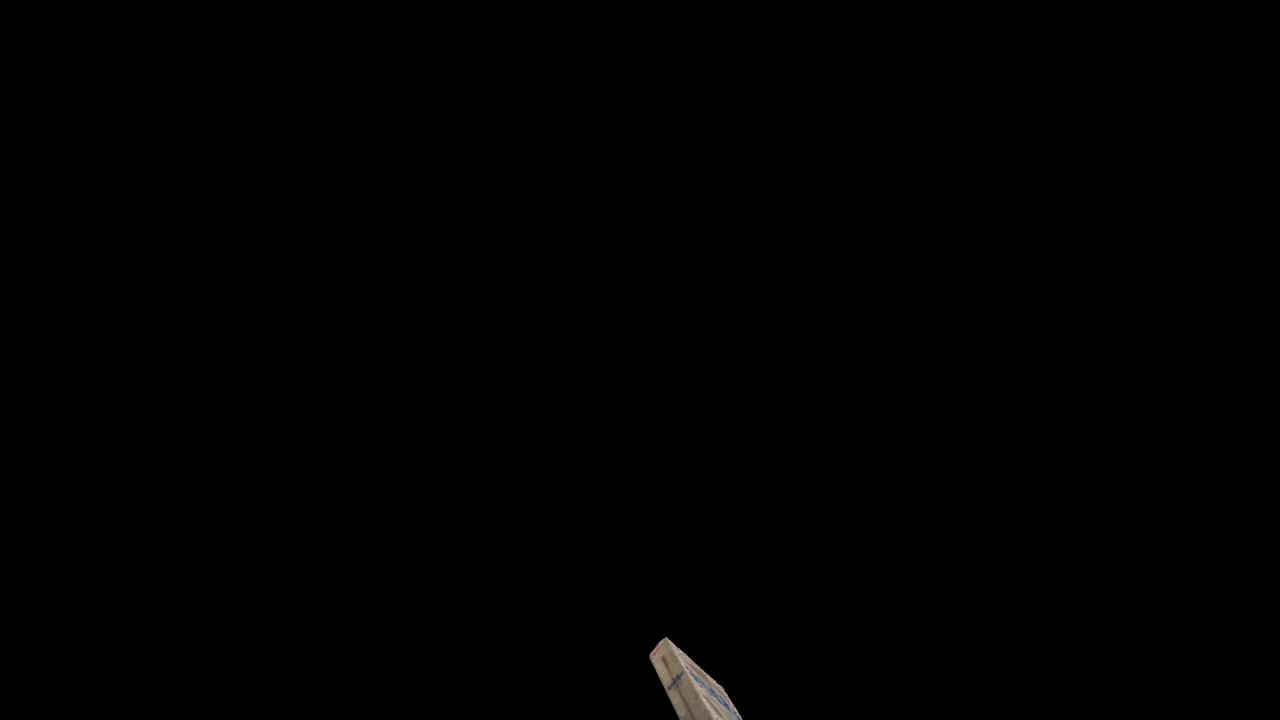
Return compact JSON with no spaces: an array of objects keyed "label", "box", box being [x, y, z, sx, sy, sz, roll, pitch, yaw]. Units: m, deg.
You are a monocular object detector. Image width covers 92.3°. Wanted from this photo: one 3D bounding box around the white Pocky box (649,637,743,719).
[{"label":"white Pocky box","box":[0.059,0.298,0.511,0.084,0.028,0.154,45,-8,-8]}]
